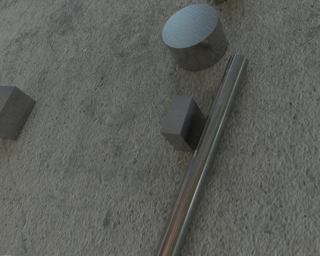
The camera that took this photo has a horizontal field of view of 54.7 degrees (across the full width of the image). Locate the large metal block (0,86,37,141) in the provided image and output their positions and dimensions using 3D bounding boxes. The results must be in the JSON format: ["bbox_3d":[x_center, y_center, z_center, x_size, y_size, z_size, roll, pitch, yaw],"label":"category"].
[{"bbox_3d":[-0.282,-0.027,0.549,0.080,0.050,0.080,5,64,30],"label":"large metal block"}]

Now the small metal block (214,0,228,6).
[{"bbox_3d":[0.103,-0.228,0.489,0.050,0.025,0.050,-20,54,16],"label":"small metal block"}]

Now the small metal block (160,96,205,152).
[{"bbox_3d":[0.029,-0.004,0.374,0.025,0.050,0.050,6,65,30],"label":"small metal block"}]

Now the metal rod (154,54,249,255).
[{"bbox_3d":[0.046,0.042,0.353,0.025,0.025,0.300,11,67,32],"label":"metal rod"}]

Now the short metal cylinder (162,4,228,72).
[{"bbox_3d":[0.050,-0.127,0.439,0.080,0.050,0.080,-13,56,20],"label":"short metal cylinder"}]
